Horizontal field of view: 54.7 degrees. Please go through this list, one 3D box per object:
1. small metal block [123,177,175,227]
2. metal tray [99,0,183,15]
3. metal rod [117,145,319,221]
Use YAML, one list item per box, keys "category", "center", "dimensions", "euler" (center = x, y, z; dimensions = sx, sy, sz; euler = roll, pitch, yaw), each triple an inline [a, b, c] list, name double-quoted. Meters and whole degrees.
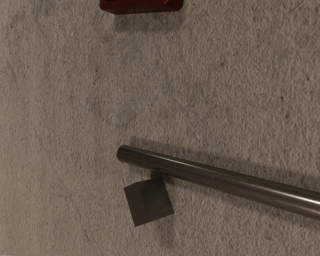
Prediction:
- category: "small metal block"
  center: [-0.014, 0.094, 0.398]
  dimensions: [0.025, 0.050, 0.050]
  euler: [-30, 72, 36]
- category: "metal tray"
  center: [-0.025, -0.205, 0.419]
  dimensions: [0.130, 0.030, 0.089]
  euler: [14, 99, 38]
- category: "metal rod"
  center: [0.062, 0.057, 0.352]
  dimensions: [0.300, 0.025, 0.025]
  euler: [10, 97, 39]
